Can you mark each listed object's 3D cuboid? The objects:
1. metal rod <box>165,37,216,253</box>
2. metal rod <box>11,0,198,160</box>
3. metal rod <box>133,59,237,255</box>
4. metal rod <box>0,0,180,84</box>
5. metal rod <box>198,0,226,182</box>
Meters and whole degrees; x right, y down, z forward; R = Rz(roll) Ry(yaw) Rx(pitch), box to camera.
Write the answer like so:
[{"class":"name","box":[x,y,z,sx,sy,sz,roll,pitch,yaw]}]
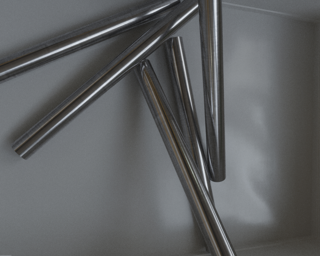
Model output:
[{"class":"metal rod","box":[0.048,0.026,0.429,0.025,0.025,0.298,-13,95,-20]},{"class":"metal rod","box":[-0.051,-0.073,0.377,0.301,0.025,0.025,-42,104,-10]},{"class":"metal rod","box":[0.031,0.049,0.361,0.025,0.025,0.299,-17,72,-20]},{"class":"metal rod","box":[-0.105,-0.103,0.371,0.302,0.025,0.025,-29,100,-18]},{"class":"metal rod","box":[0.064,-0.059,0.371,0.025,0.025,0.298,-20,121,-19]}]
